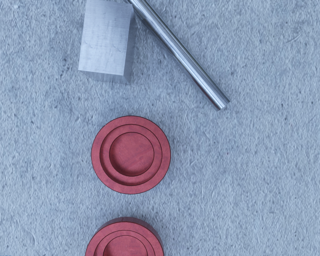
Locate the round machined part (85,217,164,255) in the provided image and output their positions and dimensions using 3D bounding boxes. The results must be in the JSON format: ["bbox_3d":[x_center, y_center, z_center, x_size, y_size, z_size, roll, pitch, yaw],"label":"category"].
[{"bbox_3d":[-0.044,0.163,0.401,0.099,0.042,0.097,0,90,0],"label":"round machined part"}]

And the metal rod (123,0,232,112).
[{"bbox_3d":[-0.012,-0.144,0.409,0.025,0.025,0.300,-40,90,0],"label":"metal rod"}]

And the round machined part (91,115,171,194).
[{"bbox_3d":[-0.036,0.033,0.401,0.099,0.042,0.097,0,90,0],"label":"round machined part"}]

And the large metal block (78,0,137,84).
[{"bbox_3d":[-0.061,-0.101,0.382,0.050,0.080,0.080,7,90,0],"label":"large metal block"}]
